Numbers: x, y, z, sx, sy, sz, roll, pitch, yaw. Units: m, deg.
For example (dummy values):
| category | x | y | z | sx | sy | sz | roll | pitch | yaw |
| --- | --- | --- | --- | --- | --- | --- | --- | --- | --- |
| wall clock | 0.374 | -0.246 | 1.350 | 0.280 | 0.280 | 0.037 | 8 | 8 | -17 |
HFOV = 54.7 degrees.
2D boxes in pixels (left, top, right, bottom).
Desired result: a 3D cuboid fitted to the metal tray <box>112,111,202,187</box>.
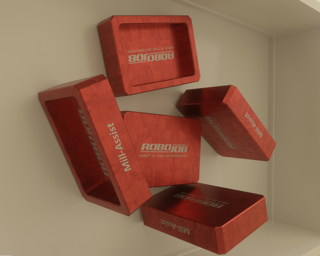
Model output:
| category | x | y | z | sx | sy | sz | roll | pitch | yaw |
| --- | --- | --- | --- | --- | --- | --- | --- | --- | --- |
| metal tray | -0.003 | 0.028 | 0.399 | 0.131 | 0.030 | 0.089 | 4 | 87 | -40 |

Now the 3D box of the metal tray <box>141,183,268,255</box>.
| category | x | y | z | sx | sy | sz | roll | pitch | yaw |
| --- | --- | --- | --- | --- | --- | --- | --- | --- | --- |
| metal tray | 0.050 | 0.101 | 0.379 | 0.091 | 0.130 | 0.030 | -17 | 101 | -40 |

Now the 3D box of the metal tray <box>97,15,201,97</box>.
| category | x | y | z | sx | sy | sz | roll | pitch | yaw |
| --- | --- | --- | --- | --- | --- | --- | --- | --- | --- |
| metal tray | -0.008 | -0.094 | 0.396 | 0.131 | 0.030 | 0.089 | -17 | 101 | -39 |

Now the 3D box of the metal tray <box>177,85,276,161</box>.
| category | x | y | z | sx | sy | sz | roll | pitch | yaw |
| --- | --- | --- | --- | --- | --- | --- | --- | --- | --- |
| metal tray | 0.096 | -0.004 | 0.444 | 0.130 | 0.090 | 0.030 | 45 | 63 | -31 |

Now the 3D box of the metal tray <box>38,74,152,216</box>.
| category | x | y | z | sx | sy | sz | roll | pitch | yaw |
| --- | --- | --- | --- | --- | --- | --- | --- | --- | --- |
| metal tray | -0.066 | 0.017 | 0.308 | 0.030 | 0.090 | 0.129 | -31 | 110 | -37 |
